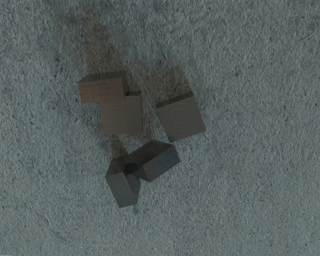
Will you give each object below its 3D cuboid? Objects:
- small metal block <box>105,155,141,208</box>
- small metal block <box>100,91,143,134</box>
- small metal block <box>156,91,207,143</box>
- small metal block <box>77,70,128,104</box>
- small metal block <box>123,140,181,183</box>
[{"bbox_3d":[-0.049,0.072,0.422,0.025,0.050,0.050,-17,109,9],"label":"small metal block"},{"bbox_3d":[-0.049,-0.020,0.402,0.050,0.025,0.050,-2,110,0],"label":"small metal block"},{"bbox_3d":[0.028,-0.014,0.405,0.050,0.025,0.050,-19,109,7],"label":"small metal block"},{"bbox_3d":[-0.067,-0.051,0.377,0.050,0.050,0.025,-6,110,2],"label":"small metal block"},{"bbox_3d":[-0.011,0.041,0.401,0.050,0.050,0.025,-31,112,-28],"label":"small metal block"}]
